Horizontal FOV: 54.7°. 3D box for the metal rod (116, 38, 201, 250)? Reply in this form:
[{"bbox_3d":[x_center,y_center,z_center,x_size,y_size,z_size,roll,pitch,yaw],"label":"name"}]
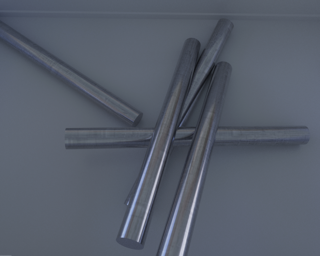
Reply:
[{"bbox_3d":[0.011,-0.011,0.362,0.025,0.025,0.300,14,51,5],"label":"metal rod"}]

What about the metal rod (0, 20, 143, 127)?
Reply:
[{"bbox_3d":[-0.153,-0.091,0.441,0.300,0.025,0.025,33,73,11],"label":"metal rod"}]

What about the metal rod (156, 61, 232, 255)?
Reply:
[{"bbox_3d":[0.047,0.018,0.342,0.025,0.025,0.301,17,48,6],"label":"metal rod"}]

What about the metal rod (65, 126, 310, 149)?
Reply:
[{"bbox_3d":[0.041,0.011,0.383,0.302,0.025,0.025,-1,70,-10],"label":"metal rod"}]

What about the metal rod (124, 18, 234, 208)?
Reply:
[{"bbox_3d":[0.033,-0.030,0.420,0.025,0.025,0.300,25,72,8],"label":"metal rod"}]
